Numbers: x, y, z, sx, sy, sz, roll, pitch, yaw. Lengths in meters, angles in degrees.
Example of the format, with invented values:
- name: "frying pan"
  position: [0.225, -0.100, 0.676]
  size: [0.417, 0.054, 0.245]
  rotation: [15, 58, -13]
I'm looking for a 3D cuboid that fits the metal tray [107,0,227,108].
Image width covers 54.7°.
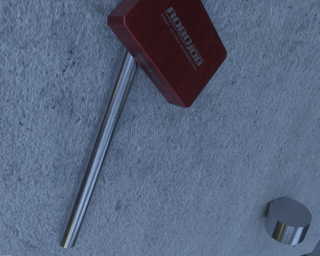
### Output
- name: "metal tray"
  position: [0.015, -0.096, 0.335]
  size: [0.090, 0.030, 0.130]
  rotation: [-54, 131, -15]

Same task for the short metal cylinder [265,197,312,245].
- name: "short metal cylinder"
  position: [0.259, 0.188, 0.629]
  size: [0.081, 0.080, 0.050]
  rotation: [-12, 124, -22]

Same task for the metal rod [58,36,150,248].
- name: "metal rod"
  position: [-0.076, 0.029, 0.383]
  size: [0.025, 0.025, 0.298]
  rotation: [9, 114, -33]
